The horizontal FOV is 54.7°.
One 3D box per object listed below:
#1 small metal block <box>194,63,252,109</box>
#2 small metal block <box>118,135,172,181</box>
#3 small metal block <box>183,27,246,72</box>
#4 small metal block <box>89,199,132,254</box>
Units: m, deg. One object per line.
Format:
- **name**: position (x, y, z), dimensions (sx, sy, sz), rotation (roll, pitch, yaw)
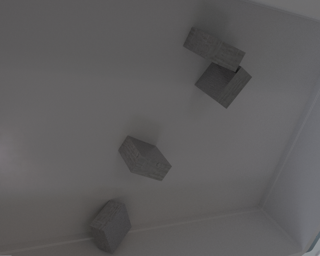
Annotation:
- **small metal block**: position (0.080, -0.060, 0.399), dimensions (0.025, 0.050, 0.050), rotation (30, 102, -38)
- **small metal block**: position (-0.020, 0.040, 0.406), dimensions (0.050, 0.050, 0.025), rotation (23, 106, -37)
- **small metal block**: position (0.064, -0.094, 0.369), dimensions (0.050, 0.050, 0.025), rotation (14, 111, -34)
- **small metal block**: position (-0.069, 0.140, 0.440), dimensions (0.050, 0.025, 0.050), rotation (-49, 140, -45)
